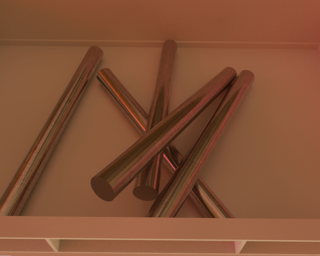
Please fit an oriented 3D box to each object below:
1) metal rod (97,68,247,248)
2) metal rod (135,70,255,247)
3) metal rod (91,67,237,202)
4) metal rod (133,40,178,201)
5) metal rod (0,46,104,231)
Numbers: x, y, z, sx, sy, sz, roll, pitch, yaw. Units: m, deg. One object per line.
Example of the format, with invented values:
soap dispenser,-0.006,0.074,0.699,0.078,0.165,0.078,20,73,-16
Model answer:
metal rod,-0.003,0.016,0.391,0.025,0.025,0.300,-26,55,-21
metal rod,0.060,0.010,0.372,0.025,0.025,0.301,23,46,18
metal rod,0.030,-0.016,0.366,0.025,0.025,0.302,26,38,20
metal rod,0.001,-0.037,0.410,0.025,0.025,0.300,5,42,4
metal rod,-0.135,-0.012,0.413,0.025,0.025,0.300,9,50,7
